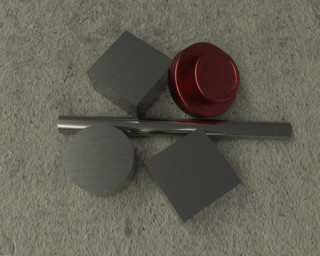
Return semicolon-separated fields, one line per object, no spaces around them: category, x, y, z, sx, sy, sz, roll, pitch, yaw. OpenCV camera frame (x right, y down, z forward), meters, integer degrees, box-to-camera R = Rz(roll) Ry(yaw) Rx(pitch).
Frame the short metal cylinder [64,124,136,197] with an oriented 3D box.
short metal cylinder;-0.070;0.041;0.380;0.081;0.050;0.080;0;70;0

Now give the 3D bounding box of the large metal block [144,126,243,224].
large metal block;0.037;0.058;0.375;0.080;0.050;0.080;-32;73;-11

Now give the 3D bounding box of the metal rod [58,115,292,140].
metal rod;0.019;0.000;0.411;0.302;0.025;0.025;2;70;0

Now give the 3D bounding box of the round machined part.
round machined part;0.063;-0.063;0.399;0.099;0.042;0.097;2;85;-27

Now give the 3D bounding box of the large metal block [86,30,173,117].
large metal block;-0.037;-0.071;0.419;0.080;0.050;0.080;35;73;11
